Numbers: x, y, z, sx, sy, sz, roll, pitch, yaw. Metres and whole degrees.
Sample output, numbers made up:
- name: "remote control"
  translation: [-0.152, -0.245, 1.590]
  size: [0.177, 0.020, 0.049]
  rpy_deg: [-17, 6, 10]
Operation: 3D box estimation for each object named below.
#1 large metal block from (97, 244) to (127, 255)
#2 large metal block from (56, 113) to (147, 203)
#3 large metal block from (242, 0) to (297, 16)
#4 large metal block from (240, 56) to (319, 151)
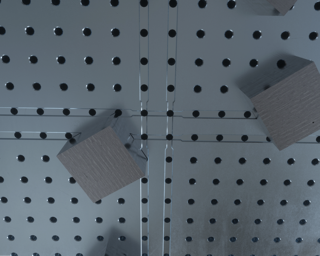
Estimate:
- name: "large metal block"
  translation: [-0.078, 0.246, 0.490]
  size: [0.080, 0.050, 0.080]
  rpy_deg: [37, 106, -13]
- name: "large metal block"
  translation: [-0.074, 0.039, 0.414]
  size: [0.080, 0.050, 0.080]
  rpy_deg: [-29, 108, 10]
- name: "large metal block"
  translation: [0.125, -0.167, 0.323]
  size: [0.050, 0.080, 0.080]
  rpy_deg: [36, 106, -12]
- name: "large metal block"
  translation: [0.161, -0.031, 0.390]
  size: [0.080, 0.050, 0.080]
  rpy_deg: [-31, 107, 11]
